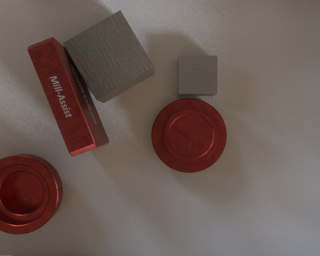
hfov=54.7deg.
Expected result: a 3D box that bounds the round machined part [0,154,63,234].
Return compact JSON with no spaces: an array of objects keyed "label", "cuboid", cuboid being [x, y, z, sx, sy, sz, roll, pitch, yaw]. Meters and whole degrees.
[{"label":"round machined part","cuboid":[-0.174,0.082,0.401,0.099,0.042,0.097,0,90,-1]}]

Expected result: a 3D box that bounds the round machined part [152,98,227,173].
[{"label":"round machined part","cuboid":[0.038,0.010,0.403,0.099,0.042,0.097,0,90,-1]}]

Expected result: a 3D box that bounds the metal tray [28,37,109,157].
[{"label":"metal tray","cuboid":[-0.106,-0.034,0.377,0.030,0.090,0.129,-22,90,0]}]

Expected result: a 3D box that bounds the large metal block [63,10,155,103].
[{"label":"large metal block","cuboid":[-0.062,-0.088,0.398,0.080,0.050,0.080,-30,90,0]}]

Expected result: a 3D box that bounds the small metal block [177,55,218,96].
[{"label":"small metal block","cuboid":[0.049,-0.069,0.412,0.050,0.025,0.050,0,90,-1]}]
